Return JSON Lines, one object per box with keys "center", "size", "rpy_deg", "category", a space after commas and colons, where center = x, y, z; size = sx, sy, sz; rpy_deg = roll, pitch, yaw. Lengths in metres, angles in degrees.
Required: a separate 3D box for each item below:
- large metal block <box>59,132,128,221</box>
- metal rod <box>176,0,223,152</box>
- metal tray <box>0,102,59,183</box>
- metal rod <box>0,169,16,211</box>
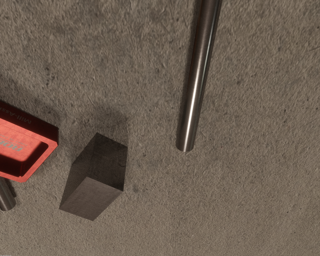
{"center": [-0.090, 0.067, 0.427], "size": [0.050, 0.080, 0.080], "rpy_deg": [29, 124, -22], "category": "large metal block"}
{"center": [0.045, -0.089, 0.332], "size": [0.025, 0.025, 0.298], "rpy_deg": [3, 130, -3], "category": "metal rod"}
{"center": [-0.208, 0.013, 0.388], "size": [0.131, 0.030, 0.090], "rpy_deg": [30, 115, -35], "category": "metal tray"}
{"center": [-0.250, 0.013, 0.414], "size": [0.025, 0.025, 0.298], "rpy_deg": [0, 130, -1], "category": "metal rod"}
